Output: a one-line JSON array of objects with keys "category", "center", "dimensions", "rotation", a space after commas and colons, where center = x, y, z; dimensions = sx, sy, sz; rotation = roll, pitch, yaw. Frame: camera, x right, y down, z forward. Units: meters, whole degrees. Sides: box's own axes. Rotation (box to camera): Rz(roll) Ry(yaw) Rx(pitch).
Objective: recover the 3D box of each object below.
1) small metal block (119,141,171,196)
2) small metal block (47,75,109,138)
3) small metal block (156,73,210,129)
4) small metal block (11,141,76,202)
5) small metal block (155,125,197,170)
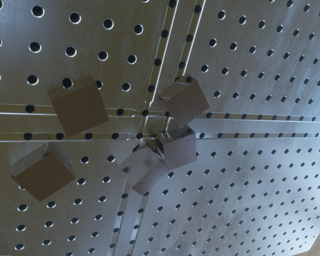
[{"category": "small metal block", "center": [-0.022, 0.054, 0.418], "dimensions": [0.050, 0.050, 0.025], "rotation": [-43, 130, 1]}, {"category": "small metal block", "center": [-0.091, -0.024, 0.347], "dimensions": [0.050, 0.025, 0.050], "rotation": [-23, 127, -15]}, {"category": "small metal block", "center": [0.031, -0.035, 0.408], "dimensions": [0.050, 0.025, 0.050], "rotation": [-37, 130, -4]}, {"category": "small metal block", "center": [-0.138, 0.053, 0.369], "dimensions": [0.050, 0.025, 0.050], "rotation": [-34, 129, -6]}, {"category": "small metal block", "center": [0.024, 0.029, 0.444], "dimensions": [0.050, 0.025, 0.050], "rotation": [-18, 126, -18]}]
